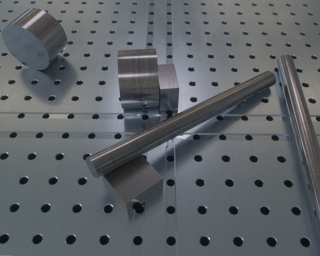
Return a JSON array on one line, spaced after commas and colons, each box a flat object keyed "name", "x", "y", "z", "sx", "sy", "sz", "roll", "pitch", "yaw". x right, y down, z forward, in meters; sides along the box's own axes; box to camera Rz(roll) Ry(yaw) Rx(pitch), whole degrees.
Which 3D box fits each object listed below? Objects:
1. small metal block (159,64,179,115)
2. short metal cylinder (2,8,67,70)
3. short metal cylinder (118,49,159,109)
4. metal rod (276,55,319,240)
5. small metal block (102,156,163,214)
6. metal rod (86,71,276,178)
[{"name": "small metal block", "x": 0.010, "y": -0.055, "z": 0.437, "sx": 0.025, "sy": 0.050, "sz": 0.050, "roll": -5, "pitch": 50, "yaw": -4}, {"name": "short metal cylinder", "x": -0.195, "y": -0.139, "z": 0.487, "sx": 0.080, "sy": 0.080, "sz": 0.050, "roll": 16, "pitch": 52, "yaw": 13}, {"name": "short metal cylinder", "x": -0.029, "y": -0.068, "z": 0.429, "sx": 0.050, "sy": 0.080, "sz": 0.080, "roll": -4, "pitch": 50, "yaw": -3}, {"name": "metal rod", "x": 0.188, "y": 0.006, "z": 0.403, "sx": 0.025, "sy": 0.025, "sz": 0.300, "roll": 4, "pitch": 50, "yaw": 3}, {"name": "small metal block", "x": -0.032, "y": 0.061, "z": 0.356, "sx": 0.050, "sy": 0.025, "sz": 0.050, "roll": -32, "pitch": 57, "yaw": -24}, {"name": "metal rod", "x": 0.047, "y": -0.016, "z": 0.401, "sx": 0.302, "sy": 0.025, "sz": 0.025, "roll": -26, "pitch": 55, "yaw": -28}]
